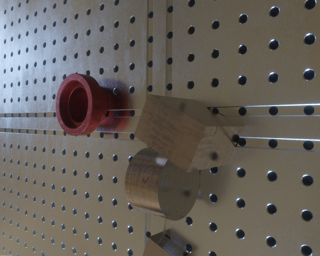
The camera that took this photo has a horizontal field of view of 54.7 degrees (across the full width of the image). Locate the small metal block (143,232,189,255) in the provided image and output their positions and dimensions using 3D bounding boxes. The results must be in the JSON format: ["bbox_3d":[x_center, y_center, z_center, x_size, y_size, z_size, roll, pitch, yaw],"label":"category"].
[{"bbox_3d":[0.004,0.175,0.406,0.050,0.025,0.050,26,106,37],"label":"small metal block"}]

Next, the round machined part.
[{"bbox_3d":[-0.122,-0.037,0.500,0.098,0.042,0.097,0,90,40],"label":"round machined part"}]

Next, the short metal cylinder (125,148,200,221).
[{"bbox_3d":[0.004,0.065,0.370,0.050,0.081,0.079,2,92,40],"label":"short metal cylinder"}]

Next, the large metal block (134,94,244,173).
[{"bbox_3d":[0.033,0.003,0.347,0.080,0.081,0.050,32,110,35],"label":"large metal block"}]
